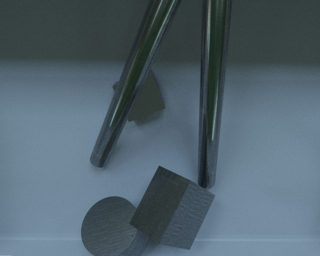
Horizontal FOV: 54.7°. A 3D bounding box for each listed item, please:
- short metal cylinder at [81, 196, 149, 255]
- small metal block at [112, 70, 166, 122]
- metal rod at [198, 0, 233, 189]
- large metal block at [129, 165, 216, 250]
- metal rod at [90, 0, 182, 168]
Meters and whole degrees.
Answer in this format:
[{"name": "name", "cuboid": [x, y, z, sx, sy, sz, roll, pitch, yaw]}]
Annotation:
[{"name": "short metal cylinder", "cuboid": [-0.060, 0.141, 0.426, 0.080, 0.080, 0.050, -18, 144, 6]}, {"name": "small metal block", "cuboid": [-0.026, -0.042, 0.396, 0.050, 0.025, 0.050, -20, 109, 7]}, {"name": "metal rod", "cuboid": [0.056, -0.028, 0.337, 0.025, 0.025, 0.298, -5, 135, 1]}, {"name": "large metal block", "cuboid": [0.019, 0.105, 0.402, 0.080, 0.050, 0.080, 38, 76, -51]}, {"name": "metal rod", "cuboid": [-0.030, -0.048, 0.325, 0.025, 0.025, 0.298, 22, 135, -9]}]
